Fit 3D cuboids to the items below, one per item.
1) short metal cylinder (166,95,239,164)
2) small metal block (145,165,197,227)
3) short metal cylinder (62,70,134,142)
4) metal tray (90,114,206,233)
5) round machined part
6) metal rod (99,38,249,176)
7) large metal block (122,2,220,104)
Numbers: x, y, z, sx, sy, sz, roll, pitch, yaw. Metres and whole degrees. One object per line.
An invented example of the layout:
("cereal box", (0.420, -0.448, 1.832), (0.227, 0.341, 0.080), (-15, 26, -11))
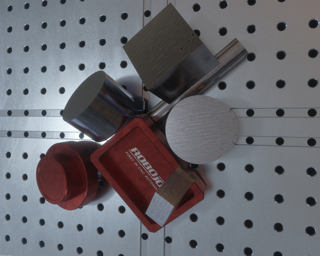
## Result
("short metal cylinder", (0.053, 0.002, 0.380), (0.080, 0.050, 0.079), (0, 90, 20))
("small metal block", (0.013, 0.080, 0.363), (0.025, 0.050, 0.050), (36, 137, 14))
("short metal cylinder", (-0.081, -0.028, 0.406), (0.080, 0.050, 0.080), (-31, 37, 27))
("metal tray", (-0.015, 0.058, 0.400), (0.090, 0.030, 0.130), (-39, 90, 16))
("round machined part", (-0.137, 0.069, 0.438), (0.098, 0.042, 0.097), (5, 99, 35))
("metal rod", (-0.012, -0.009, 0.418), (0.300, 0.025, 0.025), (-39, 78, 16))
("large metal block", (0.012, -0.090, 0.383), (0.080, 0.050, 0.080), (-39, 58, 16))
